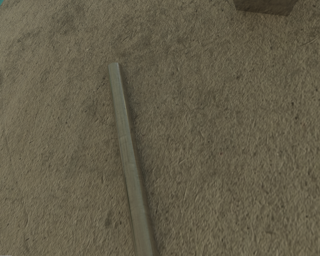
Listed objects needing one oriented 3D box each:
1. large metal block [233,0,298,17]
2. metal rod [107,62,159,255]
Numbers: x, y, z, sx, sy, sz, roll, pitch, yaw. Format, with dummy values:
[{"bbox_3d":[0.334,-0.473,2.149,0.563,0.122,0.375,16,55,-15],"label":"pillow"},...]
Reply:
[{"bbox_3d":[0.156,-0.209,0.435,0.080,0.050,0.080,24,75,36],"label":"large metal block"},{"bbox_3d":[-0.043,0.021,0.413,0.025,0.025,0.299,-24,53,13],"label":"metal rod"}]
